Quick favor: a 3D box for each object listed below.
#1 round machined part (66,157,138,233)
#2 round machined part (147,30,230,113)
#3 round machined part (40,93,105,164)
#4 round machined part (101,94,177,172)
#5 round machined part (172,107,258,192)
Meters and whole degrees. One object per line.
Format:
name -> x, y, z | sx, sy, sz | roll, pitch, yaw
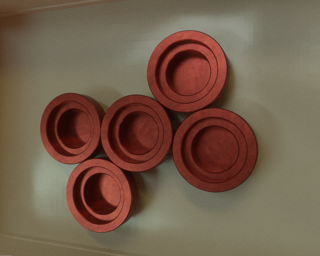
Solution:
round machined part -> -0.074, 0.088, 0.424 | 0.098, 0.042, 0.097 | 0, 90, 20
round machined part -> 0.037, -0.067, 0.386 | 0.098, 0.042, 0.097 | 0, 90, 20
round machined part -> -0.116, 0.001, 0.440 | 0.098, 0.042, 0.097 | 0, 90, 20
round machined part -> -0.024, 0.007, 0.406 | 0.098, 0.042, 0.097 | 0, 90, 20
round machined part -> 0.068, 0.025, 0.375 | 0.098, 0.042, 0.097 | 0, 90, 20
